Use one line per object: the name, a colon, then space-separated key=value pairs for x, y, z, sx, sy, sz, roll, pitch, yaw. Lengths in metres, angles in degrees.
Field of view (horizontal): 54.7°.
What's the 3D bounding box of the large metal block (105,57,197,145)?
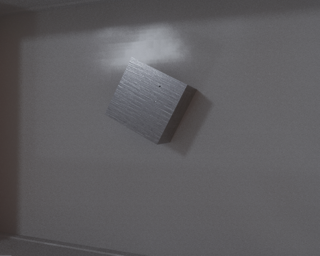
large metal block: x=-0.011 y=-0.034 z=0.400 sx=0.080 sy=0.050 sz=0.080 roll=29 pitch=99 yaw=17
